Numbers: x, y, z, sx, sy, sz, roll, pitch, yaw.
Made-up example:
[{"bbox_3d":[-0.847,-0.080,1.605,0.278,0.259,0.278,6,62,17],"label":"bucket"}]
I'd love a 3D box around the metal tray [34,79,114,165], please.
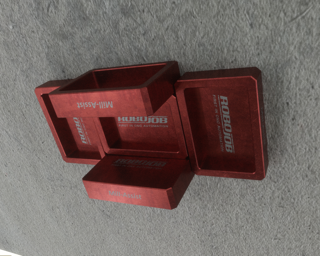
[{"bbox_3d":[-0.123,-0.007,0.463,0.090,0.030,0.129,0,119,27],"label":"metal tray"}]

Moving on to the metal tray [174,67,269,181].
[{"bbox_3d":[0.074,-0.002,0.364,0.090,0.030,0.129,0,119,27],"label":"metal tray"}]

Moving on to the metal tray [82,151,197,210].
[{"bbox_3d":[-0.025,0.060,0.413,0.130,0.090,0.030,1,119,27],"label":"metal tray"}]

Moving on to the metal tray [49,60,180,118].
[{"bbox_3d":[-0.051,-0.046,0.363,0.130,0.090,0.030,0,119,27],"label":"metal tray"}]

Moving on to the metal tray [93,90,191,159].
[{"bbox_3d":[-0.025,-0.007,0.412,0.130,0.030,0.089,1,119,27],"label":"metal tray"}]
